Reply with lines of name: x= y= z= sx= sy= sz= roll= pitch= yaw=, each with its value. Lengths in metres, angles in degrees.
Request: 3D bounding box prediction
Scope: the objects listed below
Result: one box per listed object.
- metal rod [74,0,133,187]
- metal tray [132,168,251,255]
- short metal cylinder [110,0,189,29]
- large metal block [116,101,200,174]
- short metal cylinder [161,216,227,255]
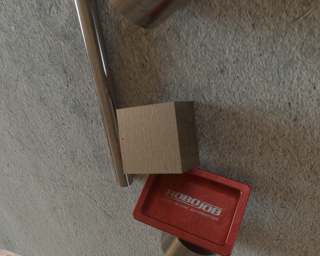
metal rod: x=-0.073 y=-0.045 z=0.417 sx=0.025 sy=0.025 sz=0.298 roll=6 pitch=121 yaw=25
metal tray: x=0.041 y=0.099 z=0.403 sx=0.130 sy=0.090 sz=0.030 roll=17 pitch=160 yaw=18
short metal cylinder: x=-0.011 y=-0.142 z=0.289 sx=0.050 sy=0.080 sz=0.080 roll=-29 pitch=102 yaw=37
large metal block: x=-0.002 y=0.012 z=0.381 sx=0.080 sy=0.050 sz=0.080 roll=-5 pitch=92 yaw=30
short metal cylinder: x=0.047 y=0.155 z=0.443 sx=0.080 sy=0.080 sz=0.050 roll=30 pitch=128 yaw=9
